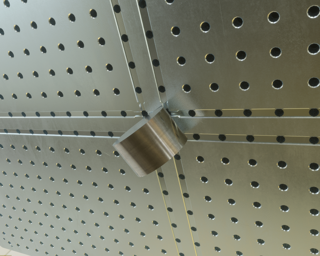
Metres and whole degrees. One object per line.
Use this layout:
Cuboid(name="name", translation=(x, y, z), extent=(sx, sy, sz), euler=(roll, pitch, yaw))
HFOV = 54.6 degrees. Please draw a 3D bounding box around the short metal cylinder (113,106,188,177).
Cuboid(name="short metal cylinder", translation=(-0.012, 0.017, 0.392), extent=(0.080, 0.080, 0.050), euler=(-32, 100, 38))
